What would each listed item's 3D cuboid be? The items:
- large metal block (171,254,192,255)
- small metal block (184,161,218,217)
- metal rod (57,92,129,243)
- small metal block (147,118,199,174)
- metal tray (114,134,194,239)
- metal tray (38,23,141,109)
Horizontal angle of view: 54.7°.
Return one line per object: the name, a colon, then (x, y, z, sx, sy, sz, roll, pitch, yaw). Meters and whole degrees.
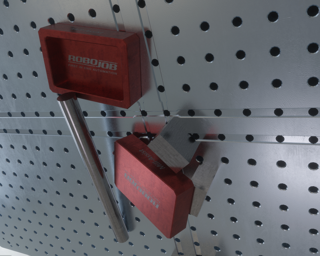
large metal block: (0.059, 0.268, 0.530, 0.080, 0.050, 0.080, -8, 115, 31)
small metal block: (0.053, 0.082, 0.418, 0.025, 0.050, 0.050, 23, 127, 14)
metal rod: (-0.096, 0.080, 0.491, 0.025, 0.025, 0.298, 5, 127, 25)
small metal block: (0.018, 0.022, 0.397, 0.050, 0.050, 0.025, 44, 122, -3)
metal tray: (-0.015, 0.078, 0.431, 0.130, 0.030, 0.089, 35, 134, 37)
metal tray: (-0.090, -0.082, 0.404, 0.130, 0.030, 0.089, 13, 124, 20)
